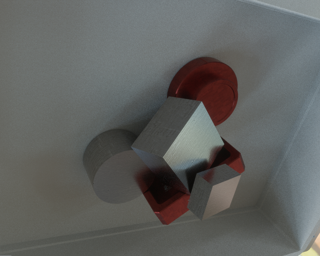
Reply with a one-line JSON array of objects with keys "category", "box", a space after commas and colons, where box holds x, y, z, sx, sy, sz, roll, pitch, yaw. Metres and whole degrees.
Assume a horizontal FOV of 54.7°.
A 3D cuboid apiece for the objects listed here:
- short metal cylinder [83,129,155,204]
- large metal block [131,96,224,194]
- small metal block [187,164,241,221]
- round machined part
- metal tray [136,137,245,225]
[{"category": "short metal cylinder", "box": [-0.051, 0.048, 0.393, 0.081, 0.050, 0.079, -14, 125, -21]}, {"category": "large metal block", "box": [0.025, 0.021, 0.372, 0.080, 0.050, 0.080, -54, 133, -22]}, {"category": "small metal block", "box": [0.064, 0.075, 0.366, 0.050, 0.025, 0.050, -11, 124, -39]}, {"category": "round machined part", "box": [0.062, -0.040, 0.407, 0.099, 0.042, 0.097, -14, 125, -21]}, {"category": "metal tray", "box": [0.036, 0.058, 0.421, 0.131, 0.090, 0.030, -33, 128, -7]}]
